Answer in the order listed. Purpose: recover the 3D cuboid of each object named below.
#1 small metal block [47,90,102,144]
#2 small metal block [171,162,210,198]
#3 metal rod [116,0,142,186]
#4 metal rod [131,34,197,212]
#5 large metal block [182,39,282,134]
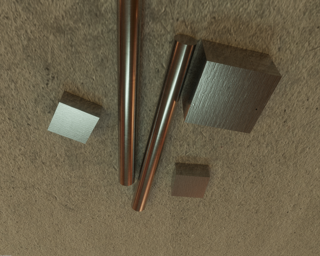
[{"bbox_3d":[-0.108,-0.013,0.395,0.050,0.025,0.050,23,126,-19],"label":"small metal block"},{"bbox_3d":[0.045,0.081,0.477,0.050,0.025,0.050,5,130,-5],"label":"small metal block"},{"bbox_3d":[-0.039,-0.034,0.377,0.025,0.025,0.298,3,130,-3],"label":"metal rod"},{"bbox_3d":[-0.004,0.018,0.422,0.025,0.025,0.298,9,130,-8],"label":"metal rod"},{"bbox_3d":[0.076,-0.046,0.353,0.081,0.050,0.079,10,130,-9],"label":"large metal block"}]
